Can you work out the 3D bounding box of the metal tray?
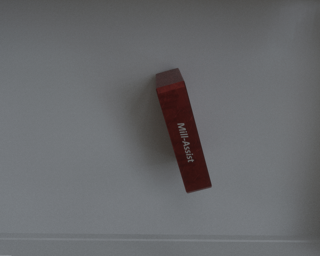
[{"bbox_3d":[0.027,0.000,0.374,0.030,0.090,0.129,-15,110,5],"label":"metal tray"}]
